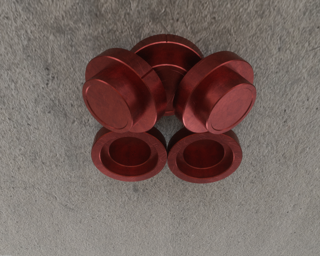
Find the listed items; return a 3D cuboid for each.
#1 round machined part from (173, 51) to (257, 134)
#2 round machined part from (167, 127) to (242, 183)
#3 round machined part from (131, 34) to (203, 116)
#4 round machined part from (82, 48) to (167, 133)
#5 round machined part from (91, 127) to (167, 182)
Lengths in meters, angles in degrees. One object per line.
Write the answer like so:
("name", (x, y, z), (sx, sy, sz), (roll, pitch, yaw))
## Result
("round machined part", (0.067, -0.032, 0.343), (0.099, 0.042, 0.097), (-24, 141, -21))
("round machined part", (0.059, 0.029, 0.423), (0.099, 0.042, 0.097), (-1, 130, 0))
("round machined part", (0.006, -0.052, 0.352), (0.099, 0.042, 0.097), (-1, 130, 0))
("round machined part", (-0.045, -0.033, 0.337), (0.098, 0.042, 0.097), (24, 139, 23))
("round machined part", (-0.040, 0.025, 0.418), (0.099, 0.042, 0.097), (-1, 130, 0))
